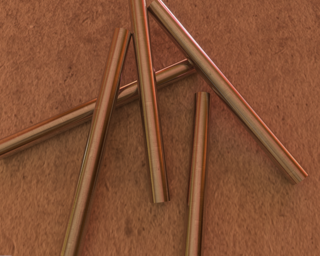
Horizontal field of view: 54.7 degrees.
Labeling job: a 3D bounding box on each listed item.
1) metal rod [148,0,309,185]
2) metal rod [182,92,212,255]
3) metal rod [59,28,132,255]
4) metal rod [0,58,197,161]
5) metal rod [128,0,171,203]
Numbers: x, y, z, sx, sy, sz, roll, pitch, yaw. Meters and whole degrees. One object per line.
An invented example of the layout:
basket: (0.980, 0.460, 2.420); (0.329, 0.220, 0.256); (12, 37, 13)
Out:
metal rod: (0.084, -0.053, 0.408); (0.025, 0.025, 0.300); (-36, 82, -12)
metal rod: (0.043, 0.096, 0.373); (0.025, 0.025, 0.299); (6, 70, 2)
metal rod: (-0.077, 0.016, 0.382); (0.025, 0.025, 0.299); (10, 77, 3)
metal rod: (-0.075, -0.033, 0.419); (0.302, 0.025, 0.025); (-25, 72, -9)
metal rod: (-0.017, -0.056, 0.402); (0.025, 0.025, 0.298); (-6, 80, -3)
